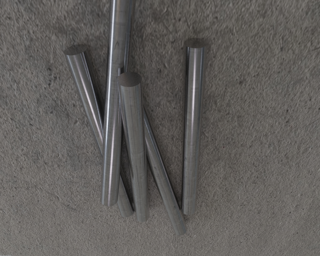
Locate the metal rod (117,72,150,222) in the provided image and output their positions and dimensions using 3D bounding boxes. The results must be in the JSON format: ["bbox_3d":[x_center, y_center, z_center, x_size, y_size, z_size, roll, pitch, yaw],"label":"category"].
[{"bbox_3d":[-0.031,0.051,0.426,0.025,0.025,0.298,0,138,0],"label":"metal rod"}]

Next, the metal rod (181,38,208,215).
[{"bbox_3d":[0.043,0.023,0.426,0.025,0.025,0.298,-2,130,1],"label":"metal rod"}]

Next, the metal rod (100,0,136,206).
[{"bbox_3d":[-0.054,-0.018,0.370,0.025,0.025,0.298,6,124,-5],"label":"metal rod"}]

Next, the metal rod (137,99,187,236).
[{"bbox_3d":[0.002,0.074,0.469,0.025,0.025,0.299,-11,130,9],"label":"metal rod"}]

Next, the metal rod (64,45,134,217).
[{"bbox_3d":[-0.074,0.028,0.430,0.025,0.025,0.298,-5,130,4],"label":"metal rod"}]
